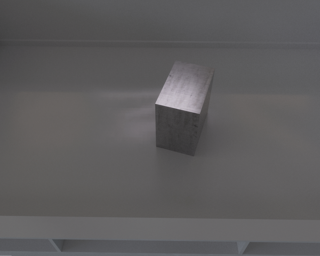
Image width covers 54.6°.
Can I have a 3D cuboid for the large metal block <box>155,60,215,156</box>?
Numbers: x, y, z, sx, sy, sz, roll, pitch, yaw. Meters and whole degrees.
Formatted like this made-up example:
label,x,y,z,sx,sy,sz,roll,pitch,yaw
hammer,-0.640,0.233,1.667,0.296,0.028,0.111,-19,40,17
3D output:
label,x,y,z,sx,sy,sz,roll,pitch,yaw
large metal block,0.031,-0.024,0.390,0.050,0.080,0.080,14,52,11
